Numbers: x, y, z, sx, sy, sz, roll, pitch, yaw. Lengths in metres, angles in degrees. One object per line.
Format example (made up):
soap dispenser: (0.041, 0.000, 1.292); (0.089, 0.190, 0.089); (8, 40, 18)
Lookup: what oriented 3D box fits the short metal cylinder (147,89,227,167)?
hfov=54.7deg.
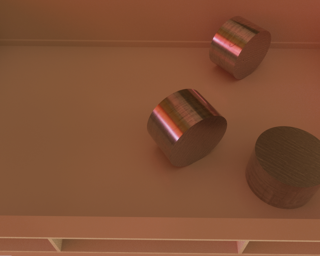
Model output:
short metal cylinder: (0.032, 0.000, 0.369); (0.081, 0.080, 0.050); (-25, 55, -20)

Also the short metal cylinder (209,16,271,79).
short metal cylinder: (0.122, -0.122, 0.472); (0.080, 0.080, 0.050); (-32, 57, -24)

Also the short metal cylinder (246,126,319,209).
short metal cylinder: (0.143, 0.044, 0.352); (0.080, 0.050, 0.080); (0, 50, 0)
